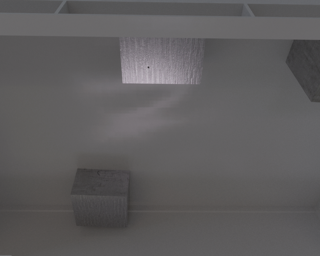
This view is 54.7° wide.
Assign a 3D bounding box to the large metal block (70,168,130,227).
[{"bbox_3d":[-0.090,0.111,0.486,0.081,0.050,0.079,3,130,-3],"label":"large metal block"}]

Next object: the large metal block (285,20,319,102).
[{"bbox_3d":[0.188,-0.068,0.317,0.081,0.080,0.050,3,130,-3],"label":"large metal block"}]

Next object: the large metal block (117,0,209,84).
[{"bbox_3d":[0.002,-0.092,0.314,0.081,0.050,0.079,1,130,-1],"label":"large metal block"}]
